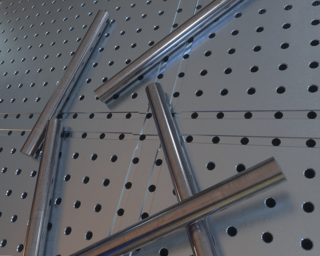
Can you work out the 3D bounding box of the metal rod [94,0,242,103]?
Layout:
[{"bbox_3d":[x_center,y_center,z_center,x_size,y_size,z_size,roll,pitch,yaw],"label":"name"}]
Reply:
[{"bbox_3d":[0.025,-0.138,0.478,0.300,0.025,0.025,-36,51,3],"label":"metal rod"}]

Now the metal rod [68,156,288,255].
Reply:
[{"bbox_3d":[-0.015,0.109,0.323,0.300,0.025,0.025,-30,52,18],"label":"metal rod"}]

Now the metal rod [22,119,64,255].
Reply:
[{"bbox_3d":[-0.162,0.118,0.418,0.025,0.025,0.299,-15,55,19],"label":"metal rod"}]

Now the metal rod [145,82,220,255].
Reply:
[{"bbox_3d":[0.026,0.059,0.357,0.025,0.025,0.299,-26,53,12],"label":"metal rod"}]

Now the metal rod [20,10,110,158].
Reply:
[{"bbox_3d":[-0.158,-0.088,0.542,0.025,0.025,0.300,8,65,31],"label":"metal rod"}]
